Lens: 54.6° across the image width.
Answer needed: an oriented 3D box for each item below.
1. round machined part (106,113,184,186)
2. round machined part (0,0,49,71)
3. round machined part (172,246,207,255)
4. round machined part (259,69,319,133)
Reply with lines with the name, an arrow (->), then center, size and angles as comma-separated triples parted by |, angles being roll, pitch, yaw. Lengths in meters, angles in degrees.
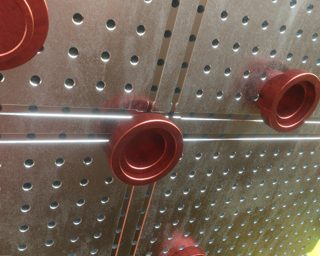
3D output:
round machined part -> -0.022, 0.023, 0.402 | 0.099, 0.042, 0.097 | -14, 124, -21
round machined part -> -0.146, -0.094, 0.262 | 0.099, 0.042, 0.097 | -14, 124, -21
round machined part -> 0.055, 0.282, 0.604 | 0.099, 0.042, 0.097 | -14, 124, -21
round machined part -> 0.194, -0.045, 0.477 | 0.099, 0.042, 0.097 | -14, 124, -21
